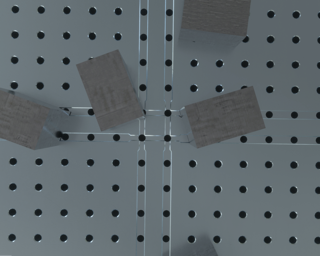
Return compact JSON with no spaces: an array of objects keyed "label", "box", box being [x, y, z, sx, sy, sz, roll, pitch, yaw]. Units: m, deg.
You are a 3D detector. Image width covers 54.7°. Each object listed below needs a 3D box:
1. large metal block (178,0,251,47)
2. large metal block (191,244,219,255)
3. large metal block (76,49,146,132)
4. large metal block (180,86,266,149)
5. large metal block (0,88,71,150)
[{"label":"large metal block","box":[0.070,-0.156,0.402,0.081,0.050,0.080,7,90,-1]},{"label":"large metal block","box":[0.056,0.214,0.402,0.080,0.050,0.080,-27,90,0]},{"label":"large metal block","box":[-0.056,-0.042,0.385,0.050,0.080,0.080,-21,90,0]},{"label":"large metal block","box":[0.073,-0.012,0.387,0.080,0.080,0.050,-17,90,0]},{"label":"large metal block","box":[-0.169,-0.013,0.384,0.080,0.080,0.050,20,90,-1]}]
